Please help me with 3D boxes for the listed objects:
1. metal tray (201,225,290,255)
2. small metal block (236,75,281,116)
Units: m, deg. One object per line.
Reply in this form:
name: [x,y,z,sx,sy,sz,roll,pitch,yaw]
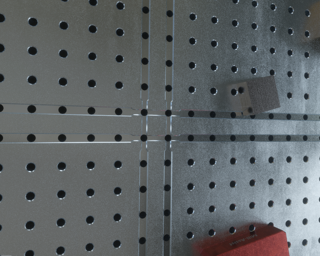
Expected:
metal tray: [0.131,0.208,0.459,0.131,0.030,0.089,-12,94,-20]
small metal block: [0.149,-0.049,0.467,0.050,0.025,0.050,-16,96,-19]
